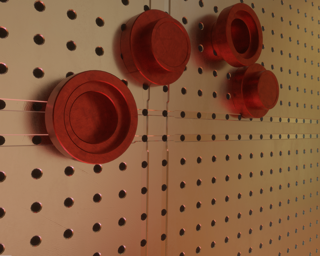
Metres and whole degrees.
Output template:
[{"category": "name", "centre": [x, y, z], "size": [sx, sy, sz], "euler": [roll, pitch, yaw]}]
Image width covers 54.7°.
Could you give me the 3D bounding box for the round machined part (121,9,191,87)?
[{"category": "round machined part", "centre": [0.002, -0.104, 0.401], "size": [0.099, 0.042, 0.097], "euler": [0, 91, -40]}]

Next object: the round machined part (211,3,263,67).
[{"category": "round machined part", "centre": [0.121, -0.147, 0.502], "size": [0.099, 0.042, 0.097], "euler": [0, 90, -40]}]

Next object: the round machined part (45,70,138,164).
[{"category": "round machined part", "centre": [-0.076, -0.011, 0.336], "size": [0.099, 0.042, 0.097], "euler": [0, 90, -40]}]

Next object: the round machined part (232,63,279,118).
[{"category": "round machined part", "centre": [0.174, -0.066, 0.547], "size": [0.099, 0.042, 0.097], "euler": [0, 90, -40]}]
